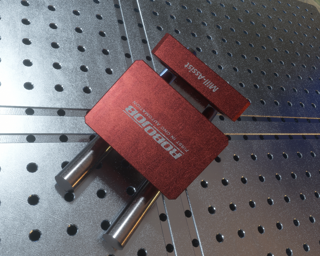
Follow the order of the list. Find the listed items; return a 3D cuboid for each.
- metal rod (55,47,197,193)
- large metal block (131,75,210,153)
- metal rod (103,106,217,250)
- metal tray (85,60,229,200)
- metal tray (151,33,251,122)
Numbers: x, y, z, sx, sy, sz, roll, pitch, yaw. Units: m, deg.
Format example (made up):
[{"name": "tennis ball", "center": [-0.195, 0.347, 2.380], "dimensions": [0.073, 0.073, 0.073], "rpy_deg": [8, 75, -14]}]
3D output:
[{"name": "metal rod", "center": [-0.025, -0.032, 0.416], "dimensions": [0.025, 0.025, 0.301], "rpy_deg": [40, 51, -1]}, {"name": "large metal block", "center": [0.018, -0.021, 0.396], "dimensions": [0.050, 0.080, 0.080], "rpy_deg": [41, 51, -1]}, {"name": "metal rod", "center": [0.028, 0.027, 0.409], "dimensions": [0.025, 0.025, 0.301], "rpy_deg": [41, 51, -1]}, {"name": "metal tray", "center": [-0.004, 0.002, 0.337], "dimensions": [0.130, 0.030, 0.090], "rpy_deg": [43, 94, 0]}, {"name": "metal tray", "center": [0.051, -0.064, 0.406], "dimensions": [0.130, 0.030, 0.090], "rpy_deg": [40, 7, -2]}]
